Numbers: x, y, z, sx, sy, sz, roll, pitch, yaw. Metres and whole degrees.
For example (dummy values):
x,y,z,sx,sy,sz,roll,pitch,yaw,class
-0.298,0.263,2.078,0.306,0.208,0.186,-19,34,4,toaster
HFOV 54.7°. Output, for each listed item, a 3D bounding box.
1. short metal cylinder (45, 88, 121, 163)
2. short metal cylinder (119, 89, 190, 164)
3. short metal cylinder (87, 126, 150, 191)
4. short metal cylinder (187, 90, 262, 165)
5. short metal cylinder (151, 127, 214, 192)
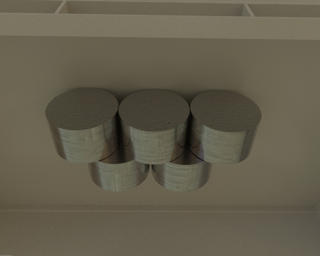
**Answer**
x,y,z,sx,sy,sz,roll,pitch,yaw,class
-0.088,-0.004,0.366,0.081,0.080,0.050,1,130,-1,short metal cylinder
-0.007,-0.003,0.368,0.081,0.080,0.050,1,130,-1,short metal cylinder
-0.053,0.034,0.399,0.081,0.080,0.050,1,130,-1,short metal cylinder
0.074,-0.002,0.369,0.081,0.080,0.050,1,130,-1,short metal cylinder
0.029,0.036,0.401,0.081,0.080,0.050,1,130,-1,short metal cylinder
